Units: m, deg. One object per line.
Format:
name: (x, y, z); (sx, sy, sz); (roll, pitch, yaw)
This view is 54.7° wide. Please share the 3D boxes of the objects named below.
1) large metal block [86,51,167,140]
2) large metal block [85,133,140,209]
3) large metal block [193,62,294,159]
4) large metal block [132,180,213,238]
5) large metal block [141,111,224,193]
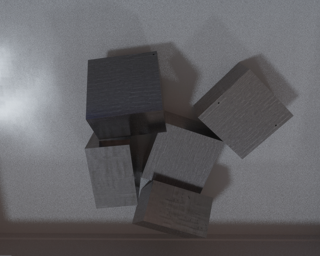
large metal block: (-0.038, -0.037, 0.360); (0.080, 0.080, 0.050); (-7, 152, 3)
large metal block: (-0.056, 0.044, 0.396); (0.050, 0.080, 0.079); (-5, 110, 1)
large metal block: (0.101, -0.022, 0.390); (0.080, 0.050, 0.080); (42, 104, -14)
large metal block: (0.014, 0.112, 0.415); (0.080, 0.080, 0.050); (18, 67, -9)
large metal block: (0.027, 0.031, 0.409); (0.080, 0.050, 0.079); (18, 109, -7)
